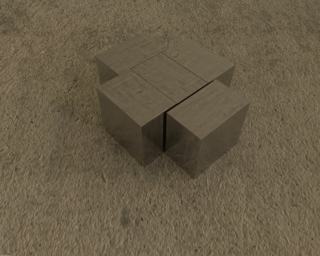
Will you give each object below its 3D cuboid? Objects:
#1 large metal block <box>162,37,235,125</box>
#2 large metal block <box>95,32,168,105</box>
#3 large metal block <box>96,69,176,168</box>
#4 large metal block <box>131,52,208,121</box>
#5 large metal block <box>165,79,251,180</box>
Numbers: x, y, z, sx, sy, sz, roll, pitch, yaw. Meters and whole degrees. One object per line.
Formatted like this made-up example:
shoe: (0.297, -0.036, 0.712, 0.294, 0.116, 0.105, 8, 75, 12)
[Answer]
large metal block: (0.048, -0.063, 0.423, 0.050, 0.080, 0.080, -35, 59, -26)
large metal block: (-0.036, -0.073, 0.430, 0.080, 0.080, 0.050, -35, 59, -26)
large metal block: (-0.028, -0.011, 0.379, 0.050, 0.080, 0.080, -35, 59, -26)
large metal block: (0.010, -0.037, 0.401, 0.050, 0.080, 0.080, -35, 59, -26)
large metal block: (0.054, 0.002, 0.368, 0.080, 0.080, 0.050, -35, 59, -26)
